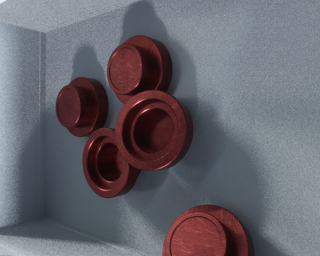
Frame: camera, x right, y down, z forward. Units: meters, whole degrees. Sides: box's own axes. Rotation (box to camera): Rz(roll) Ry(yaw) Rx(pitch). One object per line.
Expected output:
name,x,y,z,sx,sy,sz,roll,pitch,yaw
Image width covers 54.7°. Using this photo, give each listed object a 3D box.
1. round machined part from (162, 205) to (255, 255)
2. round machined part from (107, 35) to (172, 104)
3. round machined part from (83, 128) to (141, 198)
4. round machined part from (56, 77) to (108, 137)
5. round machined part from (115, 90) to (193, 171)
round machined part,0.045,0.128,0.328,0.098,0.042,0.098,-18,49,23
round machined part,-0.035,-0.077,0.422,0.098,0.042,0.097,0,90,39
round machined part,-0.065,0.049,0.447,0.098,0.042,0.097,0,90,39
round machined part,-0.132,-0.034,0.502,0.098,0.042,0.097,0,90,39
round machined part,-0.004,0.005,0.387,0.098,0.042,0.097,-4,81,27
